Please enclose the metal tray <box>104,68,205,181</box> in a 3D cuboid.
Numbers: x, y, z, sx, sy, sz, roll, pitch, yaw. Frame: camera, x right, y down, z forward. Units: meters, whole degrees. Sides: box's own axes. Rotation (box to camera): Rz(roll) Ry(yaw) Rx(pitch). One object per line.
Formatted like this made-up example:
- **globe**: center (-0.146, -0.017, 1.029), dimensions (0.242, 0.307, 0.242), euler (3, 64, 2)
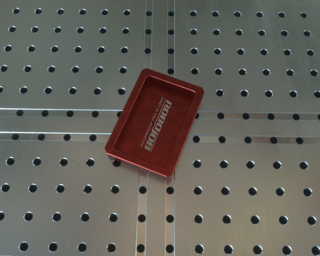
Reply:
- **metal tray**: center (-0.005, -0.007, 0.411), dimensions (0.090, 0.030, 0.130), euler (21, 71, 7)
